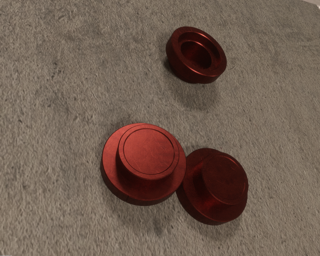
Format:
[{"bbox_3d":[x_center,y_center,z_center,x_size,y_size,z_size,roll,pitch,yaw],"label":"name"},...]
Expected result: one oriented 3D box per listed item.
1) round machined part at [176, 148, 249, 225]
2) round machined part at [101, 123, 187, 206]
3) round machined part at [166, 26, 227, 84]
[{"bbox_3d":[0.072,0.069,0.391,0.099,0.042,0.098,14,56,-21],"label":"round machined part"},{"bbox_3d":[-0.016,0.035,0.352,0.099,0.042,0.098,7,57,-11],"label":"round machined part"},{"bbox_3d":[0.053,-0.109,0.490,0.099,0.042,0.098,14,56,-21],"label":"round machined part"}]
